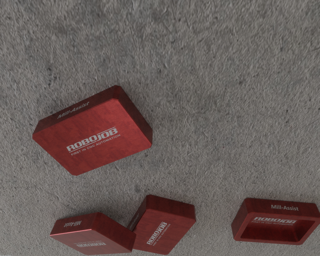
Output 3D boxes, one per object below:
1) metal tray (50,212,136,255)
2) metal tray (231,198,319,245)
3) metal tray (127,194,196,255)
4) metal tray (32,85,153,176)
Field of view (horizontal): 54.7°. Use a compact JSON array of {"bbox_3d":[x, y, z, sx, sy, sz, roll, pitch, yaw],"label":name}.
[{"bbox_3d":[-0.117,0.187,0.538,0.130,0.030,0.090,-21,129,37],"label":"metal tray"},{"bbox_3d":[0.203,0.167,0.548,0.131,0.030,0.089,6,130,-6],"label":"metal tray"},{"bbox_3d":[-0.003,0.177,0.554,0.091,0.030,0.129,17,128,-15],"label":"metal tray"},{"bbox_3d":[-0.087,0.008,0.410,0.130,0.030,0.090,-22,127,17],"label":"metal tray"}]
